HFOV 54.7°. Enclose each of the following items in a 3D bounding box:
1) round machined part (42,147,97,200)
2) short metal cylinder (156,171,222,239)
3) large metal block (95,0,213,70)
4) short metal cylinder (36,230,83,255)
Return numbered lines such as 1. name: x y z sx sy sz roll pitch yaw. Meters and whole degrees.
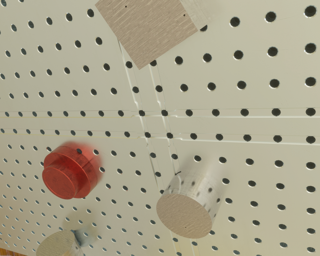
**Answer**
1. round machined part: -0.162 0.084 0.535 0.098 0.042 0.097 13 124 20
2. short metal cylinder: 0.042 0.109 0.439 0.080 0.050 0.079 13 124 20
3. large metal block: -0.005 -0.120 0.322 0.080 0.050 0.080 -26 105 36
4. short metal cylinder: -0.207 0.261 0.643 0.080 0.080 0.050 -2 117 29
